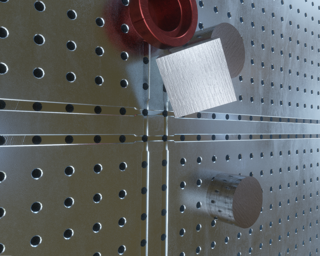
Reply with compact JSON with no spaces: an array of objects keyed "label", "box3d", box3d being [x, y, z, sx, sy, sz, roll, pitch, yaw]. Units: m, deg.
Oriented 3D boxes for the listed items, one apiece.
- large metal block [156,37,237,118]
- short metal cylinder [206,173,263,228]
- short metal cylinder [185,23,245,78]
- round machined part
[{"label":"large metal block","box3d":[0.048,-0.068,0.407,0.050,0.080,0.080,-73,145,-70]},{"label":"short metal cylinder","box3d":[0.120,0.114,0.497,0.081,0.050,0.079,0,91,-40]},{"label":"short metal cylinder","box3d":[0.083,-0.111,0.465,0.081,0.050,0.079,0,90,-40]},{"label":"round machined part","box3d":[0.000,-0.150,0.400,0.099,0.042,0.097,0,90,-40]}]
